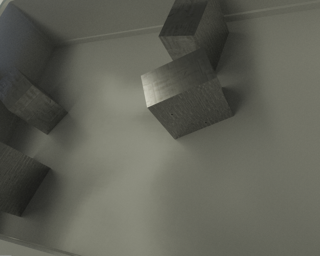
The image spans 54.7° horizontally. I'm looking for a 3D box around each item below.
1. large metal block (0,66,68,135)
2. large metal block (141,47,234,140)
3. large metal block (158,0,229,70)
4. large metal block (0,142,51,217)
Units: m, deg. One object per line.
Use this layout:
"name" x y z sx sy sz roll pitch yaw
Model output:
"large metal block" -0.211 -0.044 0.506 0.050 0.080 0.080 -49 52 -6
"large metal block" 0.034 -0.038 0.375 0.080 0.080 0.050 -23 54 14
"large metal block" 0.050 -0.128 0.422 0.050 0.080 0.080 9 66 32
"large metal block" -0.220 0.070 0.440 0.050 0.080 0.080 16 70 34
